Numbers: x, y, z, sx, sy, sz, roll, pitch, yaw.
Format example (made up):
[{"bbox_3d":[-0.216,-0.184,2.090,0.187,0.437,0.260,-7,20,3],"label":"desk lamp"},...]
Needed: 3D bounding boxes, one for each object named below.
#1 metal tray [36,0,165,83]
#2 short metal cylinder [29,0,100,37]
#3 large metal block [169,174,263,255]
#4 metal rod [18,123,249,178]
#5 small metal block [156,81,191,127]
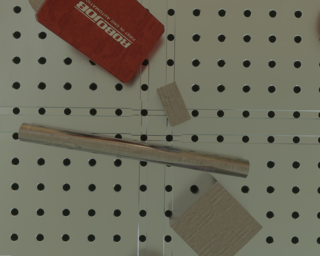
[{"bbox_3d":[-0.069,-0.128,0.378,0.130,0.030,0.090,34,91,-31],"label":"metal tray"},{"bbox_3d":[-0.118,-0.163,0.395,0.080,0.050,0.080,0,83,1],"label":"short metal cylinder"},{"bbox_3d":[0.069,0.120,0.401,0.080,0.050,0.080,-44,90,0],"label":"large metal block"},{"bbox_3d":[-0.033,0.030,0.412,0.302,0.025,0.025,9,90,0],"label":"metal rod"},{"bbox_3d":[0.017,-0.029,0.401,0.025,0.050,0.050,-23,90,0],"label":"small metal block"}]
